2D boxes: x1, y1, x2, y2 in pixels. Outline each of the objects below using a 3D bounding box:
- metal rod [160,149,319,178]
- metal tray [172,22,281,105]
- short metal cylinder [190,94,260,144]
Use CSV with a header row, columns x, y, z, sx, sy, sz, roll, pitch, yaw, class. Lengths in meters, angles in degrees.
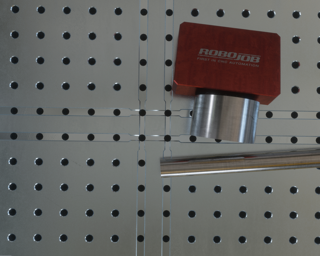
x,y,z,sx,sy,sz,roll,pitch,yaw,class
0.151,0.045,0.415,0.302,0.025,0.025,-4,90,-1,metal rod
0.085,-0.083,0.399,0.131,0.030,0.090,7,73,-1,metal tray
0.080,-0.011,0.387,0.081,0.080,0.050,8,90,-1,short metal cylinder
